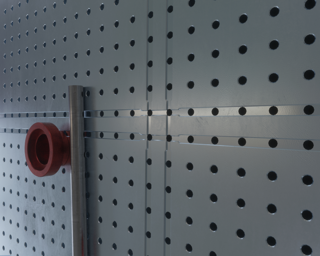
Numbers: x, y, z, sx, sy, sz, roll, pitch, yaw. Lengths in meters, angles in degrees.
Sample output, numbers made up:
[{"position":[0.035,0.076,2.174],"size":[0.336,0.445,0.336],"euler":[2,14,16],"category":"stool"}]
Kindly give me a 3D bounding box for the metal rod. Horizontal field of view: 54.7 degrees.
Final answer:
[{"position":[-0.138,0.078,0.523],"size":[0.025,0.025,0.298],"euler":[-3,88,40],"category":"metal rod"}]

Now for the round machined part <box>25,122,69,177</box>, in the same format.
[{"position":[-0.203,0.038,0.566],"size":[0.098,0.042,0.097],"euler":[0,90,40],"category":"round machined part"}]
